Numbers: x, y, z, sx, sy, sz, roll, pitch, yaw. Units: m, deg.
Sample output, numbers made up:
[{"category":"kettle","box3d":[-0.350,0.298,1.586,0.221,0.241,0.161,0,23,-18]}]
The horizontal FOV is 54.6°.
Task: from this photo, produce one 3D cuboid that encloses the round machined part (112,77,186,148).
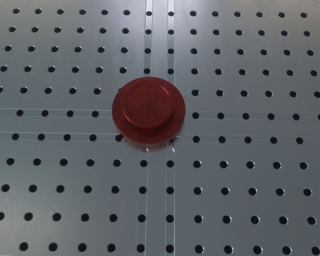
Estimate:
[{"category":"round machined part","box3d":[-0.015,-0.026,0.412,0.099,0.042,0.098,0,70,0]}]
